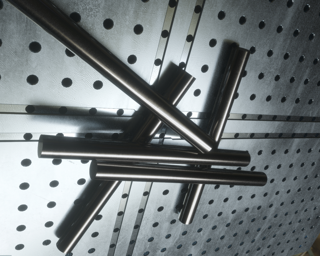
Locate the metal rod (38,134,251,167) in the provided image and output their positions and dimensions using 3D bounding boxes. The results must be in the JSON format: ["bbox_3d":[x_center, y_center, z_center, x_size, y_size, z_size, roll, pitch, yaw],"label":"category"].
[{"bbox_3d":[0.003,0.033,0.401,0.302,0.025,0.025,6,115,-32],"label":"metal rod"}]

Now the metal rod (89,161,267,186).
[{"bbox_3d":[0.047,0.068,0.446,0.302,0.025,0.025,9,114,-33],"label":"metal rod"}]

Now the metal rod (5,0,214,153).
[{"bbox_3d":[-0.039,-0.054,0.336,0.301,0.025,0.025,37,97,-32],"label":"metal rod"}]

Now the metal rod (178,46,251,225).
[{"bbox_3d":[0.076,0.027,0.471,0.025,0.025,0.298,-1,119,-28],"label":"metal rod"}]

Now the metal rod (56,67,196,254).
[{"bbox_3d":[-0.051,0.050,0.415,0.025,0.025,0.299,28,103,-38],"label":"metal rod"}]
